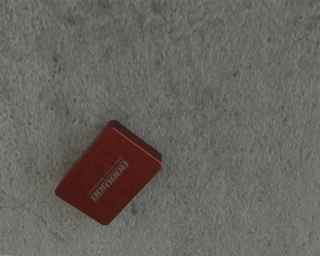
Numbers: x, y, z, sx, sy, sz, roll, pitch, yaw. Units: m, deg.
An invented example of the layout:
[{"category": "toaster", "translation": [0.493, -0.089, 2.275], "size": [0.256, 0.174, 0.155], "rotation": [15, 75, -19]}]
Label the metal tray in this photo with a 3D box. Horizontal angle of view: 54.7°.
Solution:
[{"category": "metal tray", "translation": [-0.071, 0.064, 0.430], "size": [0.090, 0.030, 0.130], "rotation": [38, 105, -13]}]
